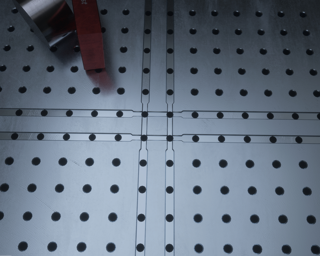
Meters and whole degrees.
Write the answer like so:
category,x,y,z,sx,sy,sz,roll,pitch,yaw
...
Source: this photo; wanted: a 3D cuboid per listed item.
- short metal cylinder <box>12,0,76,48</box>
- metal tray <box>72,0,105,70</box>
category,x,y,z,sx,sy,sz,roll,pitch,yaw
short metal cylinder,-0.162,-0.161,0.440,0.050,0.080,0.080,-40,75,-13
metal tray,-0.103,-0.159,0.432,0.030,0.090,0.130,-9,70,-11
